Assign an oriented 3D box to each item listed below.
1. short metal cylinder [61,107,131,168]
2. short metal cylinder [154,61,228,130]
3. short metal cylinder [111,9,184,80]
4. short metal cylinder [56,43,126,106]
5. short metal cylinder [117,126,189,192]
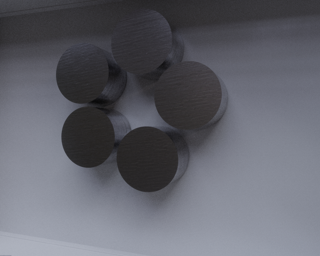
[{"bbox_3d":[-0.086,0.012,0.425,0.080,0.050,0.080,0,90,20],"label":"short metal cylinder"},{"bbox_3d":[0.040,-0.038,0.381,0.080,0.050,0.080,0,90,20],"label":"short metal cylinder"},{"bbox_3d":[-0.015,-0.105,0.400,0.080,0.050,0.080,0,90,20],"label":"short metal cylinder"},{"bbox_3d":[-0.094,-0.072,0.428,0.080,0.050,0.080,0,90,20],"label":"short metal cylinder"},{"bbox_3d":[-0.008,0.038,0.398,0.080,0.050,0.080,0,90,20],"label":"short metal cylinder"}]
